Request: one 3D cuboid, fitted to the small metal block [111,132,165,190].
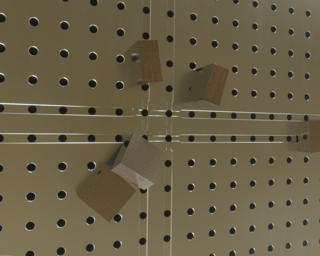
[{"bbox_3d":[-0.026,0.042,0.391,0.050,0.025,0.050,35,47,-17],"label":"small metal block"}]

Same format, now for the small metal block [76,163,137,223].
[{"bbox_3d":[-0.067,0.080,0.388,0.050,0.025,0.050,45,76,-15],"label":"small metal block"}]

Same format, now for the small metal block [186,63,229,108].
[{"bbox_3d":[0.064,-0.056,0.422,0.025,0.050,0.050,18,84,-19],"label":"small metal block"}]

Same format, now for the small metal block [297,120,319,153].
[{"bbox_3d":[0.255,0.012,0.506,0.050,0.025,0.050,-5,92,-20],"label":"small metal block"}]

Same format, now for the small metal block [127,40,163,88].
[{"bbox_3d":[-0.020,-0.079,0.392,0.025,0.050,0.050,-8,93,-20],"label":"small metal block"}]
